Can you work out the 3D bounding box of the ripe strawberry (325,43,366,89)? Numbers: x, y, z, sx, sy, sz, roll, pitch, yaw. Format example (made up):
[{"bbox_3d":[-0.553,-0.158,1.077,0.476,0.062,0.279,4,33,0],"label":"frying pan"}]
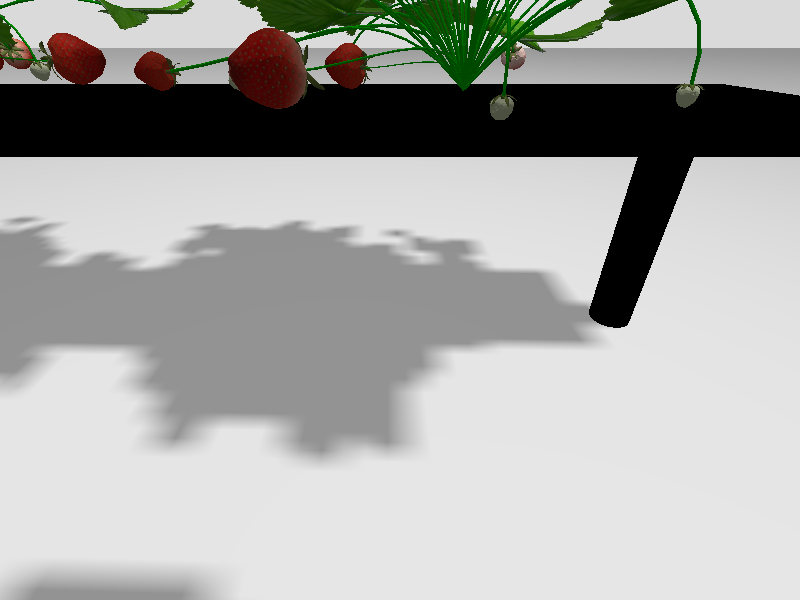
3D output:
[{"bbox_3d":[-0.045,-0.189,0.324,0.033,0.032,0.031,8,34,13],"label":"ripe strawberry"}]

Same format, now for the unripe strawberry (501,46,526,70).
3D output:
[{"bbox_3d":[0.131,-0.279,0.464,0.028,0.025,0.026,13,-1,19],"label":"unripe strawberry"}]

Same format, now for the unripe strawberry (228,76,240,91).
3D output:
[{"bbox_3d":[-0.120,-0.164,0.298,0.014,0.015,0.013,-13,33,4],"label":"unripe strawberry"}]

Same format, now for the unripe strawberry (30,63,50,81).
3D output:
[{"bbox_3d":[-0.257,-0.163,0.287,0.011,0.011,0.011,4,34,7],"label":"unripe strawberry"}]

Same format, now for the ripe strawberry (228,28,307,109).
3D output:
[{"bbox_3d":[-0.077,-0.132,0.231,0.042,0.041,0.039,-21,39,-27],"label":"ripe strawberry"}]

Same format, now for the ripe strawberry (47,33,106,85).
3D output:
[{"bbox_3d":[-0.288,-0.216,0.359,0.040,0.040,0.037,-18,38,-26],"label":"ripe strawberry"}]

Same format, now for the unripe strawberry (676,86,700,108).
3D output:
[{"bbox_3d":[0.134,-0.096,0.188,0.009,0.010,0.010,-18,38,-26],"label":"unripe strawberry"}]

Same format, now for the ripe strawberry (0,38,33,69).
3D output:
[{"bbox_3d":[-0.483,-0.311,0.507,0.033,0.035,0.036,-11,16,-16],"label":"ripe strawberry"}]

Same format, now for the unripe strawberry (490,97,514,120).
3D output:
[{"bbox_3d":[0.047,-0.088,0.185,0.011,0.010,0.010,1,33,1],"label":"unripe strawberry"}]

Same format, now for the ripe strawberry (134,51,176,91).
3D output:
[{"bbox_3d":[-0.189,-0.176,0.308,0.027,0.026,0.025,0,33,1],"label":"ripe strawberry"}]

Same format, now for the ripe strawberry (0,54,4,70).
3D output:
[{"bbox_3d":[-0.456,-0.269,0.444,0.026,0.030,0.028,-10,34,-15],"label":"ripe strawberry"}]
